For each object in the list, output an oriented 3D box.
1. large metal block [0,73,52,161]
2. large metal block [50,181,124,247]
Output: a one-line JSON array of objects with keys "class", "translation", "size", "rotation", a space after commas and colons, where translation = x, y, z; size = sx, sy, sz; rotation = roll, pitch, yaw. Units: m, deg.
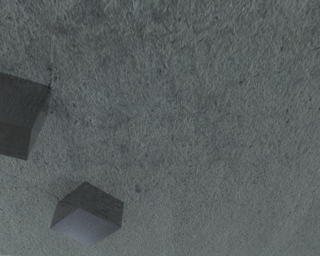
[{"class": "large metal block", "translation": [-0.179, -0.017, 0.354], "size": [0.081, 0.080, 0.050], "rotation": [16, 128, -13]}, {"class": "large metal block", "translation": [-0.119, 0.144, 0.512], "size": [0.080, 0.050, 0.080], "rotation": [37, 121, -27]}]
